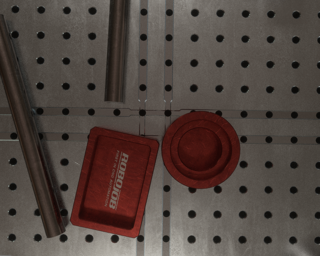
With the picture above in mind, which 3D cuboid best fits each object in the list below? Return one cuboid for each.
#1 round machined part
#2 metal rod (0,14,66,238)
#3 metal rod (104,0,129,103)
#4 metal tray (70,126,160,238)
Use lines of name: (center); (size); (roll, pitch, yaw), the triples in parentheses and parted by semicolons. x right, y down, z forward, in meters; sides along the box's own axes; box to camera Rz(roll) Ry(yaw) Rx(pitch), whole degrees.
round machined part: (0.051, 0.027, 0.406); (0.099, 0.042, 0.097); (0, 90, -1)
metal rod: (-0.178, -0.003, 0.410); (0.025, 0.025, 0.298); (-16, 90, 0)
metal rod: (-0.053, -0.183, 0.412); (0.025, 0.025, 0.298); (3, 90, -1)
metal tray: (-0.058, 0.070, 0.410); (0.091, 0.030, 0.129); (13, 90, -1)
